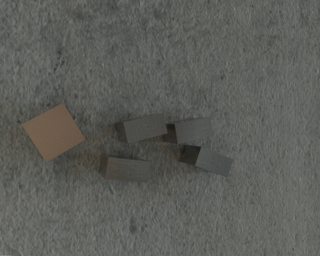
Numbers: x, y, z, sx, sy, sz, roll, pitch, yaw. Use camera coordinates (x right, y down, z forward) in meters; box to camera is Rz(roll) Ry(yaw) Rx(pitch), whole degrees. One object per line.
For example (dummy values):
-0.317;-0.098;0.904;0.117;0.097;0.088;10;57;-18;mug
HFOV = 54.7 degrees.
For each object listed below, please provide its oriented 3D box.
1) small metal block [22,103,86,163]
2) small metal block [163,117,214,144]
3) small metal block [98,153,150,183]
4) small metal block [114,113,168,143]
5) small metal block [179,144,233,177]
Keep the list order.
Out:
-0.124;0.005;0.364;0.050;0.025;0.050;-32;101;-18;small metal block
0.034;0.003;0.410;0.050;0.050;0.025;-11;94;-20;small metal block
-0.045;0.049;0.380;0.050;0.050;0.025;9;87;-20;small metal block
-0.025;0.000;0.387;0.050;0.050;0.025;-14;95;-20;small metal block
0.061;0.044;0.420;0.050;0.050;0.025;22;83;-19;small metal block
